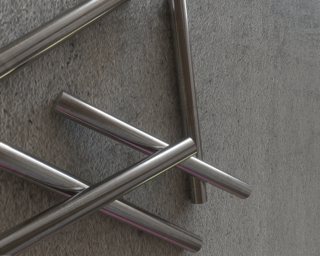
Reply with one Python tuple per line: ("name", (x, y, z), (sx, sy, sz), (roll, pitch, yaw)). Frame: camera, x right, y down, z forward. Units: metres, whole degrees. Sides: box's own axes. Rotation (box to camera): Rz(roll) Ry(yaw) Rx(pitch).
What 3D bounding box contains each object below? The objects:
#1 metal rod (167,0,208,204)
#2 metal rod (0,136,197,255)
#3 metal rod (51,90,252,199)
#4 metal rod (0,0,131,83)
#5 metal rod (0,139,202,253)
("metal rod", (0.039, -0.041, 0.436), (0.025, 0.025, 0.298), (-12, 98, -39))
("metal rod", (-0.084, 0.080, 0.304), (0.302, 0.025, 0.025), (-26, 107, -28))
("metal rod", (0.011, 0.033, 0.390), (0.301, 0.025, 0.025), (28, 73, -29))
("metal rod", (-0.123, -0.080, 0.301), (0.301, 0.025, 0.025), (-46, 118, -30))
("metal rod", (-0.050, 0.094, 0.362), (0.301, 0.025, 0.025), (36, 68, -34))
